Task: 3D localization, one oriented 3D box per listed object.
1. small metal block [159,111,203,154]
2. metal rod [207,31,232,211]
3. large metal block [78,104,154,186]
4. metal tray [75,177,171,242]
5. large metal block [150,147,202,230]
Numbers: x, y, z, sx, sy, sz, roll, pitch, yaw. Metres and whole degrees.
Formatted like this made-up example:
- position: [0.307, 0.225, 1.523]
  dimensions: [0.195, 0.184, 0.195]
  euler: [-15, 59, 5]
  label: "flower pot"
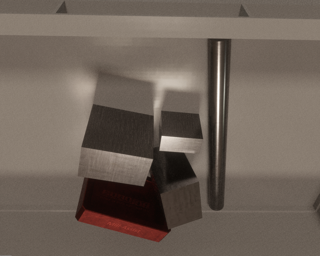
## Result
- position: [0.025, 0.005, 0.397]
  dimensions: [0.050, 0.050, 0.025]
  euler: [5, 130, -5]
  label: "small metal block"
- position: [0.079, 0.016, 0.423]
  dimensions: [0.025, 0.025, 0.298]
  euler: [-5, 130, 4]
  label: "metal rod"
- position: [-0.053, 0.021, 0.390]
  dimensions: [0.081, 0.080, 0.050]
  euler: [11, 129, -10]
  label: "large metal block"
- position: [-0.049, 0.106, 0.456]
  dimensions: [0.131, 0.090, 0.030]
  euler: [21, 127, -18]
  label: "metal tray"
- position: [0.019, 0.079, 0.434]
  dimensions: [0.050, 0.080, 0.080]
  euler: [-16, 130, -7]
  label: "large metal block"
